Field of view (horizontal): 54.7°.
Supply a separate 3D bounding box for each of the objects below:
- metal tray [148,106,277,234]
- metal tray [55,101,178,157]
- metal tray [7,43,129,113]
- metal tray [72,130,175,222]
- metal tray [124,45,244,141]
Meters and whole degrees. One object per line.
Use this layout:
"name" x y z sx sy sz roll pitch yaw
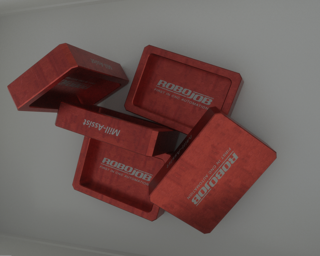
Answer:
"metal tray" 0.059 0.052 0.364 0.090 0.030 0.130 34 103 -13
"metal tray" -0.051 -0.001 0.390 0.130 0.090 0.030 17 96 19
"metal tray" -0.107 -0.055 0.388 0.090 0.130 0.030 -31 80 18
"metal tray" -0.048 0.059 0.420 0.130 0.030 0.089 17 96 18
"metal tray" 0.029 -0.043 0.395 0.130 0.030 0.089 22 97 18
